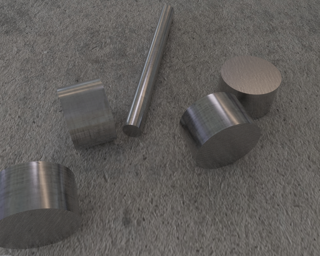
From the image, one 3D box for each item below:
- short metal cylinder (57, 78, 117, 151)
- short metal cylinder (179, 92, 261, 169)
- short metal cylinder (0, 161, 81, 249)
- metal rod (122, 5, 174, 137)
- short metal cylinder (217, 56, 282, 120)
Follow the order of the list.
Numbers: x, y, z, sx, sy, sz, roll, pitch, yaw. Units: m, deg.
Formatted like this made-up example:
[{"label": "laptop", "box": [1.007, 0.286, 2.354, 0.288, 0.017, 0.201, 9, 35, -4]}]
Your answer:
[{"label": "short metal cylinder", "box": [-0.089, -0.017, 0.381, 0.050, 0.080, 0.080, -17, 52, -13]}, {"label": "short metal cylinder", "box": [0.069, 0.004, 0.365, 0.081, 0.080, 0.050, -15, 52, -13]}, {"label": "short metal cylinder", "box": [-0.121, 0.076, 0.302, 0.081, 0.080, 0.050, -13, 51, -10]}, {"label": "metal rod", "box": [-0.011, -0.109, 0.494, 0.025, 0.025, 0.300, 8, 50, 6]}, {"label": "short metal cylinder", "box": [0.122, -0.057, 0.436, 0.081, 0.050, 0.080, 0, 50, 0]}]
